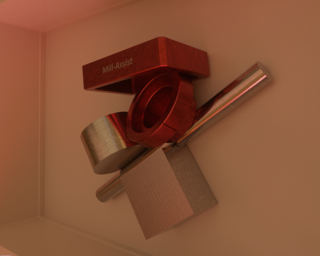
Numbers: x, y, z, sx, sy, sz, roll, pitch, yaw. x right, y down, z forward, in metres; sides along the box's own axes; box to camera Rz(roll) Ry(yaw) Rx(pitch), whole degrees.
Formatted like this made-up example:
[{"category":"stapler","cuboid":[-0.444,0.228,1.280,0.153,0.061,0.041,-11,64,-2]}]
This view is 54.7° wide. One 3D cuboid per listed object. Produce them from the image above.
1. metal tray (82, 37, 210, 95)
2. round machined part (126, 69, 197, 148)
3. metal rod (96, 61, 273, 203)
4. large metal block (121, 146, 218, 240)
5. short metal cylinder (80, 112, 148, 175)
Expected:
[{"category":"metal tray","cuboid":[-0.019,-0.068,0.375,0.130,0.091,0.030,-8,85,39]},{"category":"round machined part","cuboid":[0.005,-0.020,0.370,0.098,0.042,0.098,-35,40,36]},{"category":"metal rod","cuboid":[0.010,0.022,0.395,0.299,0.025,0.025,-40,66,32]},{"category":"large metal block","cuboid":[0.009,0.077,0.378,0.080,0.050,0.080,-40,66,32]},{"category":"short metal cylinder","cuboid":[-0.059,0.021,0.416,0.080,0.081,0.050,-40,66,32]}]
